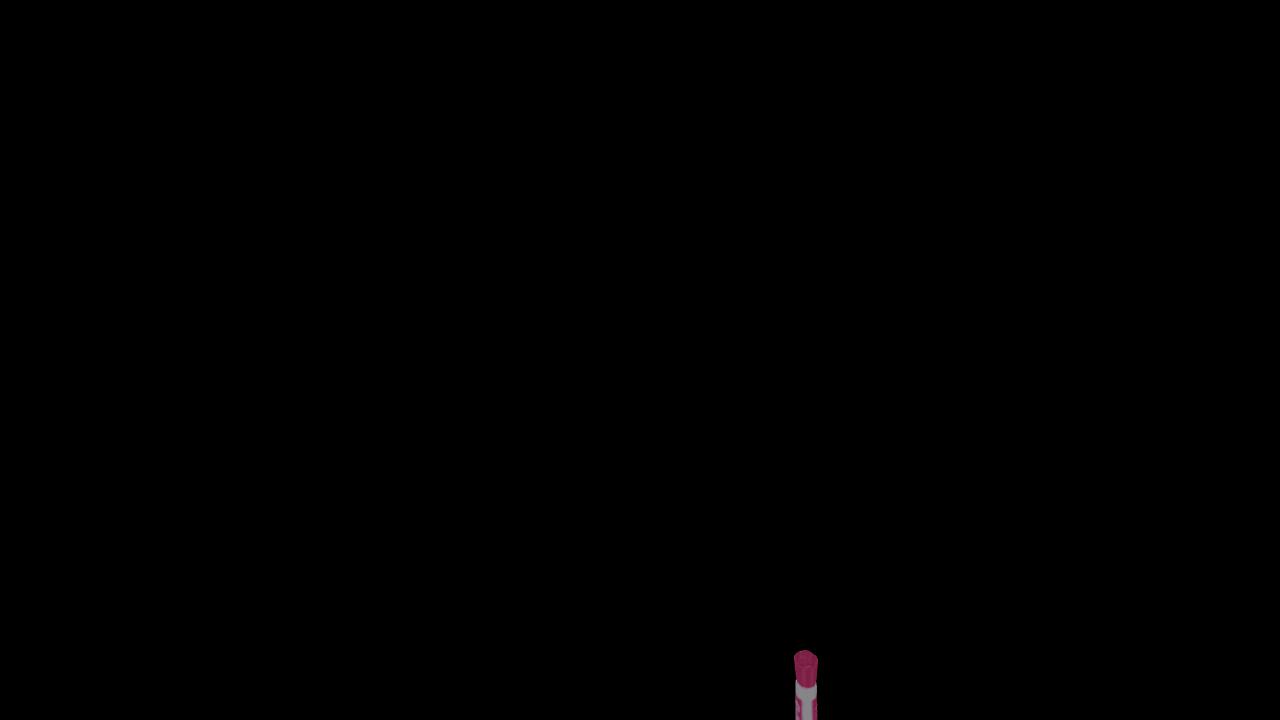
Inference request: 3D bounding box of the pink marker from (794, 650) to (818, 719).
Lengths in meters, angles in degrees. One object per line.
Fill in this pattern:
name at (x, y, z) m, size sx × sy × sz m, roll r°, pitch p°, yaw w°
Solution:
pink marker at (0.139, 0.292, 0.513) m, size 0.020 × 0.121 × 0.020 m, roll -5°, pitch 20°, yaw 2°
